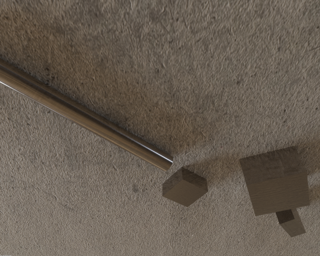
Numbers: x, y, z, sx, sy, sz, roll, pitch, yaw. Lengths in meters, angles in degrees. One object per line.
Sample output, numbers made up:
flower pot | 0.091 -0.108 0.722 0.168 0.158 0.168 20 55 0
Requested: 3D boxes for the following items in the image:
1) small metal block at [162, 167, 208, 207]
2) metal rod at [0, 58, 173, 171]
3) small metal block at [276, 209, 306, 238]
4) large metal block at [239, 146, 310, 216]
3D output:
small metal block | 0.039 0.094 0.488 0.050 0.025 0.050 29 124 -23
metal rod | -0.106 -0.020 0.388 0.301 0.025 0.025 31 123 -25
small metal block | 0.215 0.146 0.519 0.025 0.050 0.050 -30 124 22
large metal block | 0.171 0.081 0.462 0.080 0.050 0.080 -16 129 12
